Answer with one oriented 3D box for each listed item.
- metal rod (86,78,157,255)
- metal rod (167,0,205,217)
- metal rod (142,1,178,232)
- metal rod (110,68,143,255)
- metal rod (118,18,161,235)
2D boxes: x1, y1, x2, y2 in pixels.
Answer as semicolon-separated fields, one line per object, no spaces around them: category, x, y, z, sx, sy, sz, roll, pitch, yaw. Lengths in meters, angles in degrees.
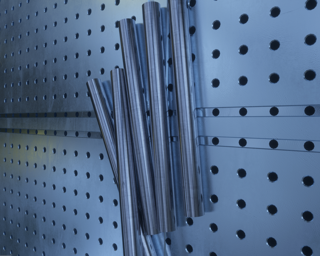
metal rod;-0.058;0.062;0.458;0.025;0.025;0.299;-31;71;36
metal rod;0.031;-0.043;0.384;0.025;0.025;0.299;-7;85;40
metal rod;-0.001;-0.017;0.411;0.025;0.025;0.299;-7;85;40
metal rod;-0.046;0.061;0.428;0.025;0.025;0.299;-17;73;39
metal rod;-0.028;-0.006;0.433;0.025;0.025;0.299;-13;82;39
